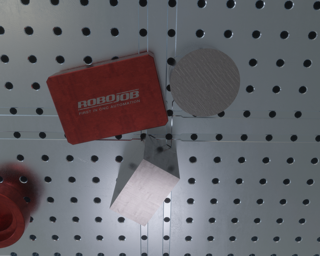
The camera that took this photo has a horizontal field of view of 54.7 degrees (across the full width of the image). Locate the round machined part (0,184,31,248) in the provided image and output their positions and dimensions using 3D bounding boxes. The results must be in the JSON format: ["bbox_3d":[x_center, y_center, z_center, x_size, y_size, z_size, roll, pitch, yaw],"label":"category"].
[{"bbox_3d":[-0.236,0.120,0.446,0.099,0.042,0.097,0,110,0],"label":"round machined part"}]

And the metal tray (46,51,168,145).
[{"bbox_3d":[-0.062,-0.037,0.389,0.131,0.030,0.089,-12,110,4],"label":"metal tray"}]

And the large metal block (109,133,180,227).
[{"bbox_3d":[-0.019,0.065,0.408,0.050,0.080,0.080,31,107,-11],"label":"large metal block"}]

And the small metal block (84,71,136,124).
[{"bbox_3d":[-0.064,-0.040,0.398,0.050,0.025,0.050,-23,109,8],"label":"small metal block"}]

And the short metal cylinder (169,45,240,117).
[{"bbox_3d":[0.052,-0.059,0.379,0.081,0.050,0.079,0,110,0],"label":"short metal cylinder"}]
